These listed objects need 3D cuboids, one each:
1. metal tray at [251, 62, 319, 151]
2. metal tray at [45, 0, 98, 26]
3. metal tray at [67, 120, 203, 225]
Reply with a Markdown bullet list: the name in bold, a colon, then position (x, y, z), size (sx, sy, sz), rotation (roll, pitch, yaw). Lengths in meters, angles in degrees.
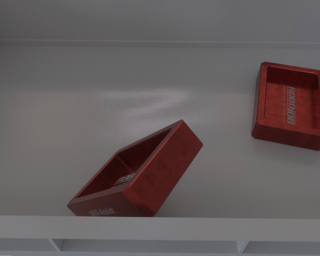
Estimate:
- **metal tray**: position (0.181, -0.036, 0.432), size (0.090, 0.030, 0.130), rotation (12, 51, 9)
- **metal tray**: position (-0.172, -0.254, 0.617), size (0.091, 0.030, 0.130), rotation (-5, 50, -5)
- **metal tray**: position (-0.028, 0.047, 0.299), size (0.030, 0.130, 0.090), rotation (50, 52, -11)
